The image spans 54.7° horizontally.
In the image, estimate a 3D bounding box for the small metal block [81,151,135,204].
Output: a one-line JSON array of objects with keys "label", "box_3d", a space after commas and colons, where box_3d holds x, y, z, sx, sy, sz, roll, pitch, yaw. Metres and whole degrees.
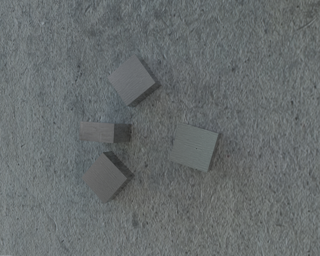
[{"label": "small metal block", "box_3d": [-0.073, 0.068, 0.435, 0.050, 0.025, 0.050, 44, 104, 14]}]

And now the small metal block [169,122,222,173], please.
[{"label": "small metal block", "box_3d": [0.045, 0.024, 0.393, 0.050, 0.025, 0.050, 17, 96, 19]}]

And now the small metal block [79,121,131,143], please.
[{"label": "small metal block", "box_3d": [-0.073, 0.005, 0.421, 0.050, 0.050, 0.025, 4, 92, 20]}]

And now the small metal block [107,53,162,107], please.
[{"label": "small metal block", "box_3d": [-0.035, -0.064, 0.421, 0.050, 0.025, 0.050, -38, 78, 16]}]
